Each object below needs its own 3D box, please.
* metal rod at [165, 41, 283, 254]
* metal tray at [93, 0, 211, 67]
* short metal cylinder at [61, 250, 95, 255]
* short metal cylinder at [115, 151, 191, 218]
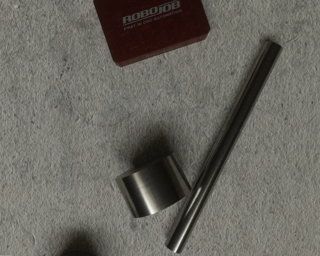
[{"bbox_3d":[0.084,0.025,0.410,0.025,0.025,0.299,27,90,0],"label":"metal rod"},{"bbox_3d":[-0.010,-0.144,0.407,0.131,0.030,0.090,-19,90,0],"label":"metal tray"},{"bbox_3d":[-0.112,0.207,0.397,0.081,0.050,0.079,0,90,0],"label":"short metal cylinder"},{"bbox_3d":[-0.008,0.068,0.382,0.080,0.080,0.050,-25,90,0],"label":"short metal cylinder"}]
